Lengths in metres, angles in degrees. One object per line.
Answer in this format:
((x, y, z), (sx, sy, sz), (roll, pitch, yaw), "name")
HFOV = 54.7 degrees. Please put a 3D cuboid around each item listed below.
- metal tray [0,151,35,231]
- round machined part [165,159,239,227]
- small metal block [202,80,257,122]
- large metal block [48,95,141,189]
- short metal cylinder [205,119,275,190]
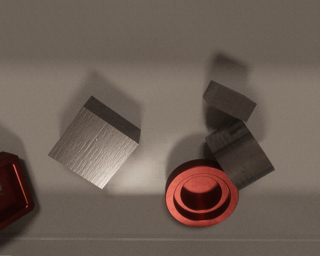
((-0.234, 0.097, 0.391), (0.030, 0.131, 0.089), (6, 115, 36), "metal tray")
((0.057, 0.086, 0.434), (0.099, 0.042, 0.097), (0, 111, 0), "round machined part")
((0.085, -0.035, 0.386), (0.050, 0.050, 0.025), (23, 105, -9), "small metal block")
((-0.082, 0.018, 0.404), (0.080, 0.050, 0.080), (36, 106, -13), "large metal block")
((0.101, 0.032, 0.395), (0.050, 0.080, 0.080), (-34, 107, 11), "short metal cylinder")
